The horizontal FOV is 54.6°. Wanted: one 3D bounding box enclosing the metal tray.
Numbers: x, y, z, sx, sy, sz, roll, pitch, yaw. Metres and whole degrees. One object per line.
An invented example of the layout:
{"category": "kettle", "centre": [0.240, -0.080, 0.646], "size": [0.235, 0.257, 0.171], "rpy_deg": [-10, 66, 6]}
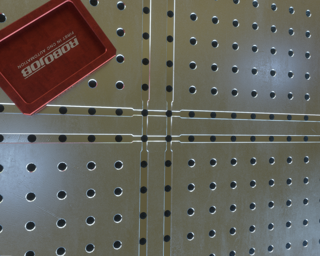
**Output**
{"category": "metal tray", "centre": [-0.129, -0.086, 0.362], "size": [0.130, 0.030, 0.090], "rpy_deg": [-40, 103, -16]}
